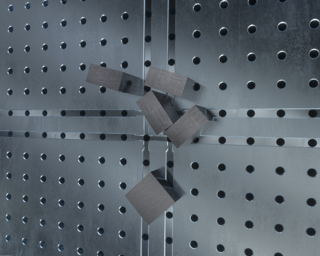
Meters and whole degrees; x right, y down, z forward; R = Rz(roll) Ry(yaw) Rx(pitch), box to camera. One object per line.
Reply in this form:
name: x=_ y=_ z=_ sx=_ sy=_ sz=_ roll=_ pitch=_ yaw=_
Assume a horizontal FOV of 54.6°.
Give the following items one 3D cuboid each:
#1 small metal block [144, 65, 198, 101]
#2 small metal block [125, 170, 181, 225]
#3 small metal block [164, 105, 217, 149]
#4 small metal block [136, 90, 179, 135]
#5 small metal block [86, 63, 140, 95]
small metal block: x=0.015 y=-0.056 z=0.394 sx=0.050 sy=0.050 sz=0.025 roll=21 pitch=97 yaw=19
small metal block: x=-0.010 y=0.092 z=0.416 sx=0.050 sy=0.025 sz=0.050 roll=-44 pitch=76 yaw=14
small metal block: x=0.039 y=-0.002 z=0.386 sx=0.050 sy=0.050 sz=0.025 roll=-43 pitch=77 yaw=15
small metal block: x=0.001 y=-0.019 z=0.399 sx=0.025 sy=0.050 sz=0.050 roll=-36 pitch=79 yaw=17
small metal block: x=-0.063 y=-0.066 z=0.422 sx=0.050 sy=0.050 sz=0.025 roll=18 pitch=96 yaw=19
